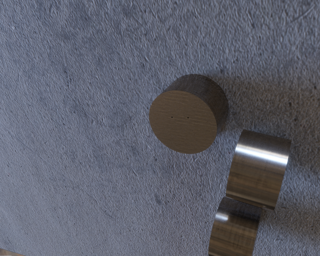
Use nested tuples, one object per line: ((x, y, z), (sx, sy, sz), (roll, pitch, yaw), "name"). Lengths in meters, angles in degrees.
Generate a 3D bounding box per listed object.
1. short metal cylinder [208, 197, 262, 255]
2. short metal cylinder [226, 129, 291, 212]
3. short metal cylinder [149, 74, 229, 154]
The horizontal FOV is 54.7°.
((0.099, 0.135, 0.403), (0.050, 0.080, 0.079), (12, 124, 21), "short metal cylinder")
((0.109, 0.046, 0.342), (0.050, 0.080, 0.079), (14, 124, 20), "short metal cylinder")
((0.034, -0.017, 0.362), (0.080, 0.050, 0.079), (13, 124, 21), "short metal cylinder")
